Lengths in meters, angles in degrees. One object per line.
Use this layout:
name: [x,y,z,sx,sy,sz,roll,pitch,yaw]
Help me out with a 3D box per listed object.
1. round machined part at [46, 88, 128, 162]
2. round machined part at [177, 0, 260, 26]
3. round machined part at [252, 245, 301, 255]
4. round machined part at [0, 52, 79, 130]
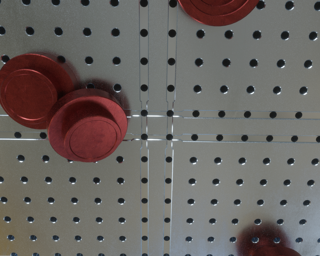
round machined part: [-0.086,0.004,0.384,0.099,0.042,0.097,-14,128,-18]
round machined part: [0.063,-0.165,0.344,0.099,0.042,0.097,0,110,0]
round machined part: [0.180,0.225,0.488,0.099,0.042,0.097,0,110,0]
round machined part: [-0.155,-0.043,0.387,0.099,0.042,0.097,0,110,0]
